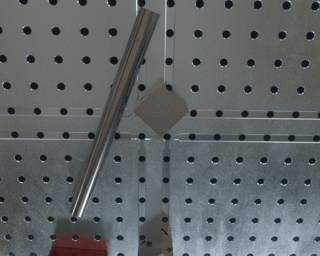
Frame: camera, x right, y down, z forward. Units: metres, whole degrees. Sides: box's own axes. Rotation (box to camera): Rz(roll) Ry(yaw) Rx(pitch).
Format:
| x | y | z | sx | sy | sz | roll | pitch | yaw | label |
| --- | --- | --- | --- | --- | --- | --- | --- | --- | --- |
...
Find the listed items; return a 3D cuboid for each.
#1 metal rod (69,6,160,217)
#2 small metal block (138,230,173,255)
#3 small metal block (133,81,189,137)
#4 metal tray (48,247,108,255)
| x | y | z | sx | sy | sz | roll | pitch | yaw | label |
| --- | --- | --- | --- | --- | --- | --- | --- | --- | --- |
| -0.067 | -0.007 | 0.409 | 0.025 | 0.025 | 0.298 | 20 | 109 | -8 | metal rod |
| -0.007 | 0.193 | 0.471 | 0.050 | 0.050 | 0.025 | -39 | 106 | 13 | small metal block |
| 0.001 | -0.025 | 0.404 | 0.050 | 0.025 | 0.050 | -42 | 105 | 13 | small metal block |
| -0.136 | 0.259 | 0.504 | 0.091 | 0.030 | 0.129 | 6 | 110 | -3 | metal tray |
